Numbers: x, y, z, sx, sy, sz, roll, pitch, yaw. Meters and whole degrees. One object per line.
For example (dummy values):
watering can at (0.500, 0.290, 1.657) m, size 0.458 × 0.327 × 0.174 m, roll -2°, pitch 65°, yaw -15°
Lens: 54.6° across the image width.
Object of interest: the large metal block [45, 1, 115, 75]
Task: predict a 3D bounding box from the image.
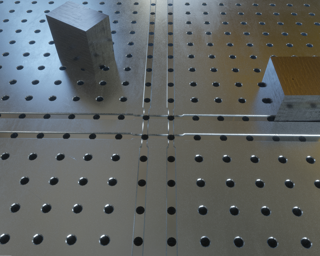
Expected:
large metal block at (-0.123, -0.143, 0.492) m, size 0.080 × 0.080 × 0.050 m, roll 27°, pitch 55°, yaw 21°

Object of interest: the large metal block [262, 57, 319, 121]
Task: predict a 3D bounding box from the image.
large metal block at (0.199, -0.057, 0.440) m, size 0.080 × 0.050 × 0.080 m, roll 0°, pitch 50°, yaw 0°
